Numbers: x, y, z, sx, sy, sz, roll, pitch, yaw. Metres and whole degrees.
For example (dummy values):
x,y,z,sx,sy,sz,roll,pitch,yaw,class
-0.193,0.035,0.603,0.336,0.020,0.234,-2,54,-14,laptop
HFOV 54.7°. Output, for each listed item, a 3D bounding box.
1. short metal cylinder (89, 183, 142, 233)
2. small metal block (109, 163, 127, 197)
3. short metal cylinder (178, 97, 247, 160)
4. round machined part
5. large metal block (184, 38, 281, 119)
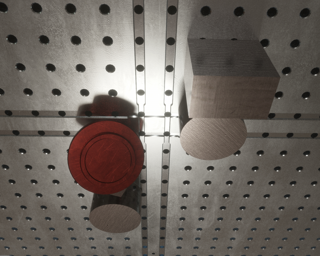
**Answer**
x,y,z,sx,sy,sz,roll,pitch,yaw,class
-0.070,0.127,0.502,0.081,0.050,0.079,-1,130,0,short metal cylinder
-0.074,0.067,0.450,0.050,0.050,0.025,19,132,-16,small metal block
0.064,-0.005,0.392,0.081,0.050,0.079,0,130,0,short metal cylinder
-0.068,0.039,0.400,0.099,0.042,0.097,-1,95,-15,round machined part
0.070,-0.054,0.330,0.081,0.080,0.050,1,130,-2,large metal block
